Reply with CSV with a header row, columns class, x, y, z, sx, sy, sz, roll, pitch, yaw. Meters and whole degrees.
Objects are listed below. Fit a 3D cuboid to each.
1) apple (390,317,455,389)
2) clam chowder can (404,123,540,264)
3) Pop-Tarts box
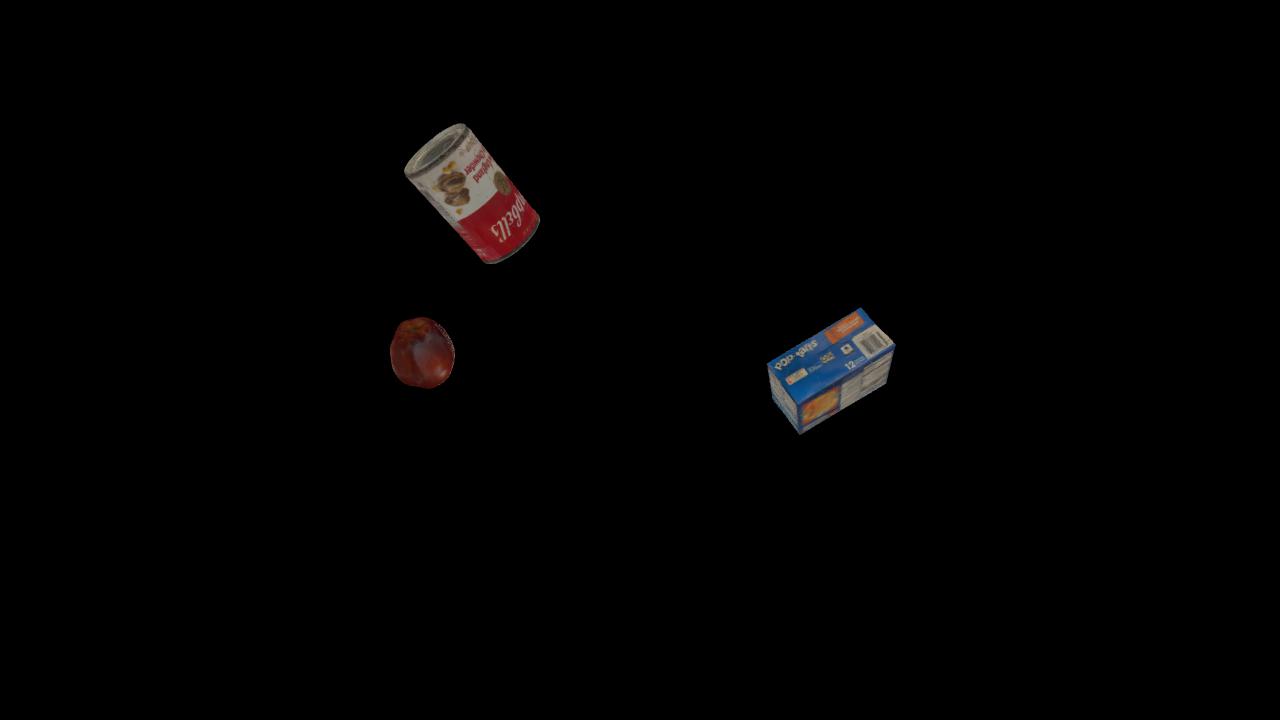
class,x,y,z,sx,sy,sz,roll,pitch,yaw
apple,-0.264,-0.009,0.752,0.079,0.079,0.093,0,-42,1
clam chowder can,-0.145,-0.143,0.537,0.068,0.068,0.102,0,-38,40
Pop-Tarts box,0.292,0.021,0.950,0.167,0.083,0.141,-31,-30,0
